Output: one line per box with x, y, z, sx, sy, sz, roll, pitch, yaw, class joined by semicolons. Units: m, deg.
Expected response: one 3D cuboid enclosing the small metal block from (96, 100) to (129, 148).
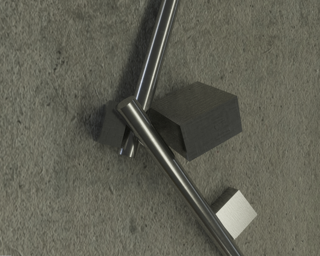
-0.058;-0.004;0.374;0.025;0.050;0.050;15;85;-15;small metal block

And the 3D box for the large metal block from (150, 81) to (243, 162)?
0.043;-0.013;0.390;0.081;0.080;0.050;-27;121;-18;large metal block

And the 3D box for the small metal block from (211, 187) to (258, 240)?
0.104;0.123;0.449;0.050;0.025;0.050;-41;104;-16;small metal block

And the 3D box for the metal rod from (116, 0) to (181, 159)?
-0.002;-0.108;0.398;0.025;0.025;0.299;19;80;-20;metal rod

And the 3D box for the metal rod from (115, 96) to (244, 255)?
0.039;0.086;0.396;0.025;0.025;0.299;-41;114;-15;metal rod
